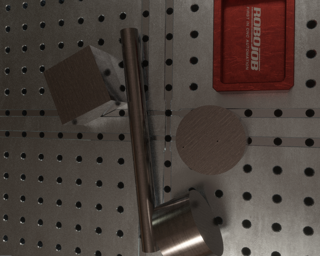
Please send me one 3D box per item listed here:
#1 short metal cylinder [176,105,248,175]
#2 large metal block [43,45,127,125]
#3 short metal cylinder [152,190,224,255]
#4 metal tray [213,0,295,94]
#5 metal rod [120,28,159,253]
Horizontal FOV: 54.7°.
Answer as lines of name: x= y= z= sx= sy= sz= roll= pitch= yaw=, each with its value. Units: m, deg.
short metal cylinder: x=0.065 y=0.014 z=0.376 sx=0.080 sy=0.050 sz=0.079 roll=0 pitch=90 yaw=19
large metal block: x=-0.103 y=-0.056 z=0.434 sx=0.080 sy=0.050 sz=0.080 roll=-25 pitch=82 yaw=18
short metal cylinder: x=0.034 y=0.121 z=0.371 sx=0.050 sy=0.080 sz=0.080 roll=-29 pitch=81 yaw=17
metal tray: x=0.111 y=-0.108 z=0.370 sx=0.090 sy=0.030 sz=0.129 roll=1 pitch=90 yaw=19
metal rod: x=-0.027 y=0.015 z=0.421 sx=0.025 sy=0.025 sz=0.298 roll=-7 pitch=88 yaw=19
